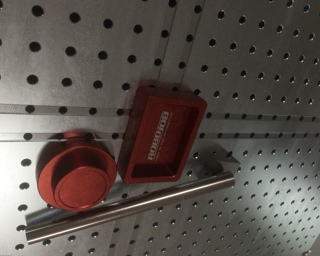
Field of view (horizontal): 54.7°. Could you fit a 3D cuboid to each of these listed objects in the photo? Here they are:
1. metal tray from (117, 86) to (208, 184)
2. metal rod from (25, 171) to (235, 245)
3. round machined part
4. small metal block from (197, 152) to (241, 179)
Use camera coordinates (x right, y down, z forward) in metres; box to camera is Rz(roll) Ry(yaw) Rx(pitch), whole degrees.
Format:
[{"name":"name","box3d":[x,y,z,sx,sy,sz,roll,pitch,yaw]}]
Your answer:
[{"name":"metal tray","box3d":[0.001,0.013,0.418,0.091,0.030,0.129,3,117,-30]},{"name":"metal rod","box3d":[-0.031,0.110,0.446,0.302,0.025,0.025,-12,124,-16]},{"name":"round machined part","box3d":[-0.100,0.064,0.386,0.099,0.042,0.097,-14,124,-21]},{"name":"small metal block","box3d":[0.097,0.070,0.510,0.050,0.025,0.050,10,113,-33]}]
